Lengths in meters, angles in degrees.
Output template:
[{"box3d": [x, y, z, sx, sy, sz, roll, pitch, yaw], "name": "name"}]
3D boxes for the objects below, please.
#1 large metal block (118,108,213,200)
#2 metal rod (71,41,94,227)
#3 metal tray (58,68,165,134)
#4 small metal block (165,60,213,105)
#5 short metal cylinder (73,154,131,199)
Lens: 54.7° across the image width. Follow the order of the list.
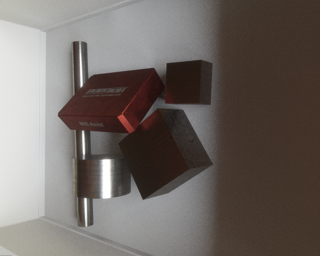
[{"box3d": [0.005, 0.032, 0.385, 0.080, 0.050, 0.080, -40, 66, 32], "name": "large metal block"}, {"box3d": [-0.127, 0.009, 0.508, 0.025, 0.025, 0.298, -4, 87, 39], "name": "metal rod"}, {"box3d": [-0.068, -0.038, 0.422, 0.130, 0.030, 0.090, 3, 48, 39], "name": "metal tray"}, {"box3d": [0.035, -0.054, 0.377, 0.050, 0.025, 0.050, 4, 93, 39], "name": "small metal block"}, {"box3d": [-0.082, 0.066, 0.436, 0.080, 0.081, 0.050, 0, 90, 39], "name": "short metal cylinder"}]
